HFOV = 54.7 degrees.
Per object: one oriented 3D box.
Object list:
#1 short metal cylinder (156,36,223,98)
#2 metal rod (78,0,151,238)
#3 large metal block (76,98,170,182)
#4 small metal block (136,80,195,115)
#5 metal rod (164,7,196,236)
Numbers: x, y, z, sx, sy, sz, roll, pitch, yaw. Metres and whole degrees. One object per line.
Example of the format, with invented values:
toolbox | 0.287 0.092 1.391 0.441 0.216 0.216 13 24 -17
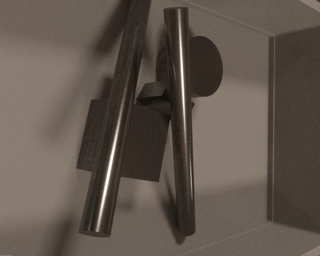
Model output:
short metal cylinder | 0.041 -0.081 0.427 0.081 0.050 0.079 0 90 -40
metal rod | -0.036 -0.046 0.318 0.025 0.025 0.299 31 52 -36
large metal block | -0.041 0.015 0.358 0.081 0.050 0.080 17 80 -39
small metal block | 0.007 -0.034 0.398 0.050 0.050 0.025 42 65 -33
metal rod | 0.027 0.012 0.379 0.025 0.025 0.298 -26 123 -37
